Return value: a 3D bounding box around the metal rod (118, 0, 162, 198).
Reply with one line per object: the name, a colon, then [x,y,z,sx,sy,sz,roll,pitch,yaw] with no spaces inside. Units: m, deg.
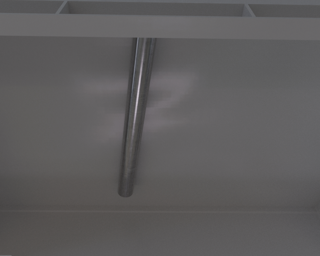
metal rod: [-0.033,-0.012,0.398,0.025,0.025,0.298,7,130,-6]
